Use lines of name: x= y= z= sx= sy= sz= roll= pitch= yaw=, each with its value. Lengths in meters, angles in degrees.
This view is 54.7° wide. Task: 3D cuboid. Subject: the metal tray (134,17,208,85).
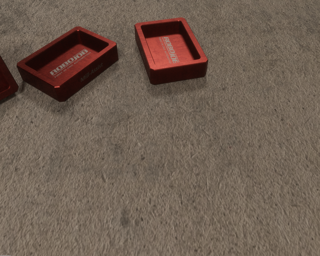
metal tray: x=0.015 y=-0.130 z=0.509 sx=0.091 sy=0.030 sz=0.130 roll=-11 pitch=51 yaw=-9

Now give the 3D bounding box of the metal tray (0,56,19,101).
metal tray: x=-0.260 y=-0.086 z=0.402 sx=0.090 sy=0.129 sz=0.030 roll=-39 pitch=40 yaw=-28

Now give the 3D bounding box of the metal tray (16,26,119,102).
metal tray: x=-0.140 y=-0.105 z=0.485 sx=0.090 sy=0.030 sz=0.131 roll=29 pitch=55 yaw=21
